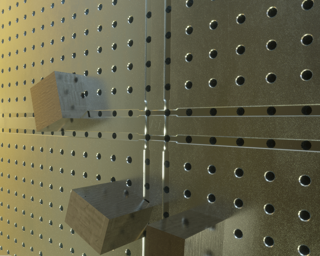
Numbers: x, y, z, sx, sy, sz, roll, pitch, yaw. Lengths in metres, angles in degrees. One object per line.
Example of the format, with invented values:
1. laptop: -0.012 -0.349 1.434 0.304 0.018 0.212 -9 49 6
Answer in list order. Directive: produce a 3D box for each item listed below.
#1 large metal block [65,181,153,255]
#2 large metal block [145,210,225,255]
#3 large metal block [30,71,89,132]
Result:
1. large metal block: -0.070 0.119 0.429 0.080 0.081 0.050 25 106 37
2. large metal block: 0.028 0.145 0.349 0.050 0.081 0.079 6 94 39
3. large metal block: -0.175 -0.043 0.534 0.080 0.050 0.080 -21 77 38
